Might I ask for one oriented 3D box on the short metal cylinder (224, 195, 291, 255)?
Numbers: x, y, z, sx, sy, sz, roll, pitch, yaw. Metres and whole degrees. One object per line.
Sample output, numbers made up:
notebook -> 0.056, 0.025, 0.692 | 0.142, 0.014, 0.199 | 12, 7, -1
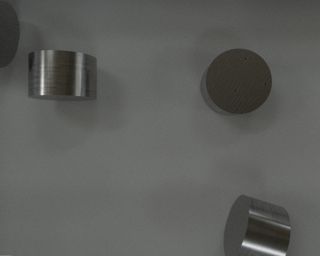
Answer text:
short metal cylinder -> 0.118, 0.130, 0.386 | 0.050, 0.080, 0.080 | 18, 90, -1

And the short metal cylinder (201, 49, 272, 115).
short metal cylinder -> 0.096, -0.057, 0.400 | 0.081, 0.050, 0.079 | 0, 90, -1

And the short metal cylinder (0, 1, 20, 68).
short metal cylinder -> -0.217, -0.119, 0.381 | 0.050, 0.080, 0.080 | 11, 90, 0

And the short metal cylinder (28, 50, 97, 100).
short metal cylinder -> -0.119, -0.062, 0.382 | 0.081, 0.080, 0.050 | 0, 90, -1
